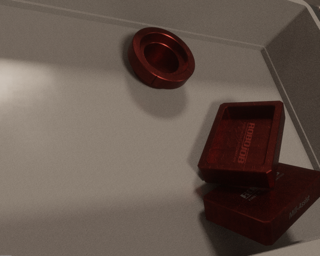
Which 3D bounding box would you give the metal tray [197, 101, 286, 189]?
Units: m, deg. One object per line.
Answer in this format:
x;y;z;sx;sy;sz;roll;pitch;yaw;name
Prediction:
0.113;0.017;0.417;0.130;0.090;0.030;-62;141;-39;metal tray

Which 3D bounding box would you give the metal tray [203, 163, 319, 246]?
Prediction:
0.129;0.083;0.384;0.131;0.090;0.030;-23;111;-37;metal tray

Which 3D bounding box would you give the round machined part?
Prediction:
-0.002;-0.096;0.454;0.099;0.042;0.098;14;56;-21;round machined part
